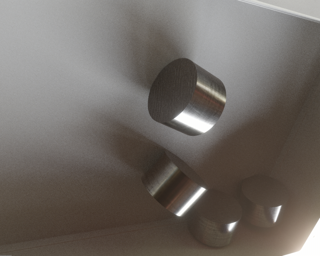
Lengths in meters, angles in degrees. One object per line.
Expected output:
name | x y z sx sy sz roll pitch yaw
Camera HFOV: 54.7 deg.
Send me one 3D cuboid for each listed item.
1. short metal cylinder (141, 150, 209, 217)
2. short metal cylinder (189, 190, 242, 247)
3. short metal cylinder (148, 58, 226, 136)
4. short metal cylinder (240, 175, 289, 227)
short metal cylinder | 0.021 0.076 0.434 0.050 0.080 0.080 -49 129 6
short metal cylinder | 0.091 0.149 0.517 0.081 0.080 0.050 -6 121 -26
short metal cylinder | 0.031 -0.036 0.369 0.050 0.080 0.080 24 105 -37
short metal cylinder | 0.185 0.131 0.558 0.081 0.080 0.050 -15 125 -21
